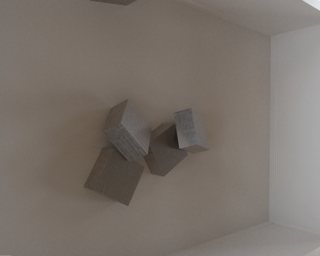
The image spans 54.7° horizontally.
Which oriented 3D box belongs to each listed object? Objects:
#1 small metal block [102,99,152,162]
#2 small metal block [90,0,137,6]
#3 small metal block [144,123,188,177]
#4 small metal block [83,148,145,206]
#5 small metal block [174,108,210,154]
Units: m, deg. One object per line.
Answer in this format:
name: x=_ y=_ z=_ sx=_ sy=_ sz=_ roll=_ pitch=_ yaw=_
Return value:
small metal block: x=-0.036 y=0.002 z=0.360 sx=0.050 sy=0.025 sz=0.050 roll=52 pitch=24 yaw=-27
small metal block: x=-0.046 y=-0.162 z=0.351 sx=0.050 sy=0.050 sz=0.025 roll=-10 pitch=97 yaw=-40
small metal block: x=0.004 y=0.028 z=0.410 sx=0.050 sy=0.025 sz=0.050 roll=-37 pitch=113 yaw=-34
small metal block: x=-0.052 y=0.057 z=0.363 sx=0.050 sy=0.025 sz=0.050 roll=36 pitch=68 yaw=-34
small metal block: x=0.044 y=0.005 z=0.423 sx=0.050 sy=0.025 sz=0.050 roll=25 pitch=54 yaw=-60
